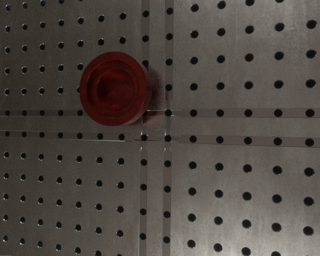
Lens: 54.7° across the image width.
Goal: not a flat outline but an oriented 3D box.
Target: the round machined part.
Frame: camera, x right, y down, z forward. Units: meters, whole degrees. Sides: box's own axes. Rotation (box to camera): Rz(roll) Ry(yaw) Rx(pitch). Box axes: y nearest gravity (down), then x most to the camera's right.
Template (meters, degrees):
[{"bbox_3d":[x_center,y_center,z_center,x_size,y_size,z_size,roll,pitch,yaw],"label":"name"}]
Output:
[{"bbox_3d":[-0.056,-0.051,0.422,0.098,0.042,0.097,0,90,19],"label":"round machined part"}]
